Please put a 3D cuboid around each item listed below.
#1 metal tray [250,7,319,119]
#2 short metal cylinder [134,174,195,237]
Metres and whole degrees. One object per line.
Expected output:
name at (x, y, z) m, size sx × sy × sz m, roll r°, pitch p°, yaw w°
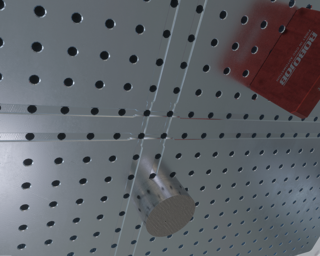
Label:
metal tray at (0.192, -0.089, 0.419) m, size 0.030 × 0.090 × 0.129 m, roll 18°, pitch 109°, yaw -35°
short metal cylinder at (0.006, 0.117, 0.472) m, size 0.081 × 0.050 × 0.079 m, roll -14°, pitch 124°, yaw -21°
